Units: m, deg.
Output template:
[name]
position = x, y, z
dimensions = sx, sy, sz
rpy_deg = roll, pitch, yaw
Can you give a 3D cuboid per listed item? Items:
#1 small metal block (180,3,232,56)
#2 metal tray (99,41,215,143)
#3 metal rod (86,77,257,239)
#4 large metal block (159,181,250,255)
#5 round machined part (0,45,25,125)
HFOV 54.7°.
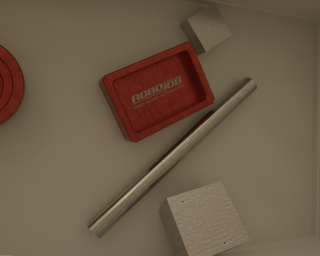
[small metal block]
position = 0.065, -0.138, 0.436
dimensions = 0.050, 0.025, 0.050
rpy_deg = -36, 102, -17
[metal tray]
position = -0.002, -0.048, 0.408
dimensions = 0.131, 0.030, 0.090
rpy_deg = -27, 99, -18
[metal rod]
position = 0.026, 0.031, 0.421
dimensions = 0.301, 0.025, 0.025
rpy_deg = -42, 104, -16
[large metal block]
position = 0.054, 0.124, 0.400
dimensions = 0.081, 0.050, 0.080
rpy_deg = -13, 63, -20
[round machined part]
position = -0.197, -0.045, 0.329
dimensions = 0.099, 0.042, 0.097
rpy_deg = 0, 90, -21
